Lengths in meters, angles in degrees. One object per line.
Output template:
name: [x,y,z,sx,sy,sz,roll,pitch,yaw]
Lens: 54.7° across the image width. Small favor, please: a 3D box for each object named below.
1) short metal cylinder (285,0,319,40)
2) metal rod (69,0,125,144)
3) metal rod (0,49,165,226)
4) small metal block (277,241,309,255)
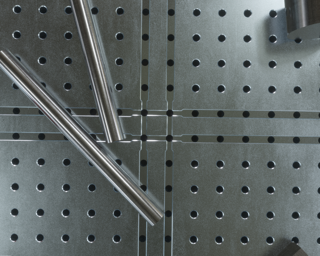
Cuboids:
short metal cylinder: [0.200,-0.146,0.387,0.080,0.080,0.050,-4,90,0]
metal rod: [-0.097,-0.127,0.412,0.025,0.025,0.298,-14,90,0]
metal rod: [-0.106,0.013,0.412,0.025,0.025,0.300,-44,90,0]
small metal block: [0.182,0.191,0.415,0.050,0.025,0.050,-43,90,0]
